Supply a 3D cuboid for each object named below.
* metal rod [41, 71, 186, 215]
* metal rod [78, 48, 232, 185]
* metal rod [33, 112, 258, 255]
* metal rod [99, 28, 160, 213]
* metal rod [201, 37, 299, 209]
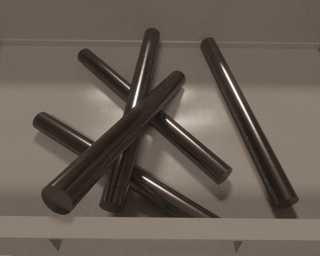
[{"bbox_3d":[-0.023,-0.012,0.343,0.025,0.025,0.301,16,30,13],"label":"metal rod"},{"bbox_3d":[-0.024,-0.031,0.430,0.025,0.025,0.300,-34,58,-25],"label":"metal rod"},{"bbox_3d":[-0.034,0.055,0.357,0.300,0.025,0.025,28,55,21],"label":"metal rod"},{"bbox_3d":[-0.030,-0.036,0.400,0.025,0.025,0.300,5,50,4],"label":"metal rod"},{"bbox_3d":[0.110,-0.031,0.432,0.025,0.025,0.300,-8,51,-7],"label":"metal rod"}]
